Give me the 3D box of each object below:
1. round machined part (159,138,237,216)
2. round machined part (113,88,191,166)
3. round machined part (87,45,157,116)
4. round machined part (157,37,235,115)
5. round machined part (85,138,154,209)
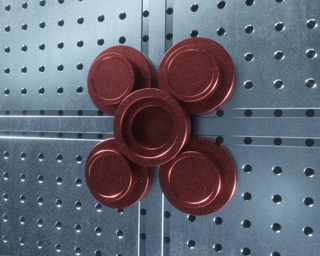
[{"bbox_3d":[0.044,0.062,0.387,0.098,0.042,0.097,0,90,19],"label":"round machined part"},{"bbox_3d":[-0.007,-0.001,0.403,0.098,0.042,0.097,0,90,19],"label":"round machined part"},{"bbox_3d":[-0.058,-0.064,0.422,0.098,0.042,0.097,0,90,19],"label":"round machined part"},{"bbox_3d":[0.043,-0.065,0.387,0.098,0.042,0.097,0,90,19],"label":"round machined part"},{"bbox_3d":[-0.061,0.063,0.424,0.098,0.042,0.097,0,90,19],"label":"round machined part"}]
